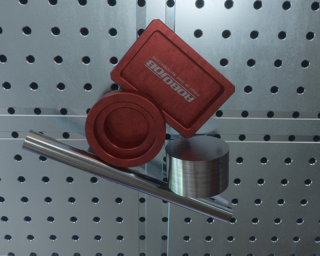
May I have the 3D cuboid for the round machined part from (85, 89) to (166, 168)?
[{"bbox_3d":[-0.041,-0.002,0.394,0.099,0.042,0.097,0,110,1],"label":"round machined part"}]

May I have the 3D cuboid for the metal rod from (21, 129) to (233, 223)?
[{"bbox_3d":[-0.030,0.072,0.418,0.302,0.025,0.025,24,108,-18],"label":"metal rod"}]

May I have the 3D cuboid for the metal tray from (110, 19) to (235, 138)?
[{"bbox_3d":[0.016,-0.060,0.388,0.130,0.030,0.090,38,105,-13],"label":"metal tray"}]

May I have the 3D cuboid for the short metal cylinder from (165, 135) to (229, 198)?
[{"bbox_3d":[0.048,0.047,0.401,0.081,0.080,0.050,-4,110,1],"label":"short metal cylinder"}]

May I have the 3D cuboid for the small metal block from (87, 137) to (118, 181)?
[{"bbox_3d":[-0.076,0.040,0.427,0.050,0.025,0.050,27,108,-10],"label":"small metal block"}]
